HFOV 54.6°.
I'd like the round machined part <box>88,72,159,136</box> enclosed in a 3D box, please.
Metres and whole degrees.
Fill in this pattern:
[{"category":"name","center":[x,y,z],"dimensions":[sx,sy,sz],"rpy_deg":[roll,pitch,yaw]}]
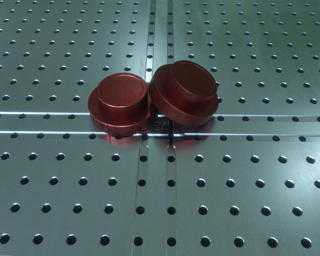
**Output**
[{"category":"round machined part","center":[-0.051,-0.039,0.430],"dimensions":[0.099,0.042,0.098],"rpy_deg":[0,50,0]}]

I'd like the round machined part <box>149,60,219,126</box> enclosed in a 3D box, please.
[{"category":"round machined part","center":[0.038,-0.053,0.419],"dimensions":[0.099,0.042,0.098],"rpy_deg":[16,47,-18]}]
